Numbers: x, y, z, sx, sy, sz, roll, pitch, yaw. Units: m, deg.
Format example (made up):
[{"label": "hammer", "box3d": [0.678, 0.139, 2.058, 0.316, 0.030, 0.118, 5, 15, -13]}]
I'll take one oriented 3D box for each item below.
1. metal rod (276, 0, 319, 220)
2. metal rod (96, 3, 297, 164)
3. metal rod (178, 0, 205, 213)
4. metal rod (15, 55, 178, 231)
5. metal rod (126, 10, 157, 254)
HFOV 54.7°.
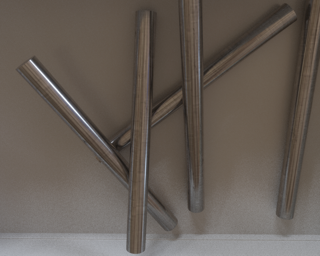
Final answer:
[{"label": "metal rod", "box3d": [0.184, -0.011, 0.410, 0.025, 0.025, 0.298, -1, 110, 0]}, {"label": "metal rod", "box3d": [0.035, -0.048, 0.394, 0.300, 0.025, 0.025, -37, 106, 12]}, {"label": "metal rod", "box3d": [0.042, -0.014, 0.383, 0.025, 0.025, 0.298, -4, 119, 1]}, {"label": "metal rod", "box3d": [-0.063, 0.037, 0.396, 0.025, 0.025, 0.300, -31, 118, 10]}, {"label": "metal rod", "box3d": [-0.024, 0.012, 0.385, 0.025, 0.025, 0.298, 3, 99, -2]}]
